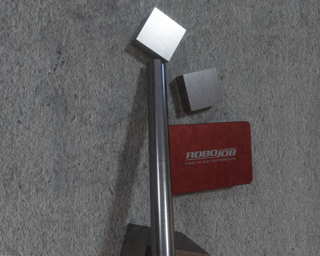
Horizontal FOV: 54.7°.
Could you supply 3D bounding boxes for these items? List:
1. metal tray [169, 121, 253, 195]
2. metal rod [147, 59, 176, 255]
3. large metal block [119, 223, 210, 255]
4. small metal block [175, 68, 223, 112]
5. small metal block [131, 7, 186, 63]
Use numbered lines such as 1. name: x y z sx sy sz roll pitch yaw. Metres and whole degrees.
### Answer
1. metal tray: 0.065 0.038 0.432 0.131 0.030 0.089 -3 91 -20
2. metal rod: 0.001 0.055 0.355 0.025 0.025 0.299 6 67 -20
3. large metal block: 0.002 0.160 0.382 0.081 0.080 0.050 17 85 -20
4. small metal block: 0.055 -0.053 0.430 0.050 0.025 0.050 -15 96 -20
5. small metal block: -0.002 -0.120 0.409 0.050 0.025 0.050 31 80 -18
